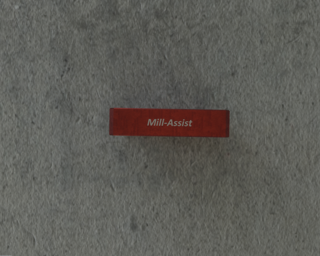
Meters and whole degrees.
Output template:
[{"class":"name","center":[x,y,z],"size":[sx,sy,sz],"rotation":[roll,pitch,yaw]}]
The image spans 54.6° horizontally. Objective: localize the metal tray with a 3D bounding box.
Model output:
[{"class":"metal tray","center":[0.010,-0.006,0.377],"size":[0.131,0.090,0.030],"rotation":[1,90,0]}]
